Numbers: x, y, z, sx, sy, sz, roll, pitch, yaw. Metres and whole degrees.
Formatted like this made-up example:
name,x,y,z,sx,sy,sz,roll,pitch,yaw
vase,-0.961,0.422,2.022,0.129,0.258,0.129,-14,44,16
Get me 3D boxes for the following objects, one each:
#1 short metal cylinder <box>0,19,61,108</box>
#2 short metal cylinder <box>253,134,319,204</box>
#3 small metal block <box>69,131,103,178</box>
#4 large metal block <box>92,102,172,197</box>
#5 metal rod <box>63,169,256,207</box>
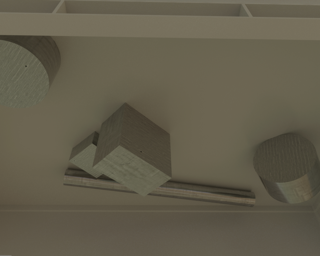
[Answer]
name,x,y,z,sx,sy,sz,roll,pitch,yaw
short metal cylinder,-0.154,-0.068,0.332,0.081,0.050,0.079,0,130,0
short metal cylinder,0.175,0.055,0.423,0.080,0.080,0.050,-23,127,18
small metal block,-0.091,0.039,0.441,0.050,0.025,0.050,-35,123,25
large metal block,-0.032,0.027,0.396,0.080,0.080,0.050,36,121,-27
metal rod,0.004,0.096,0.491,0.302,0.025,0.025,8,130,-8
